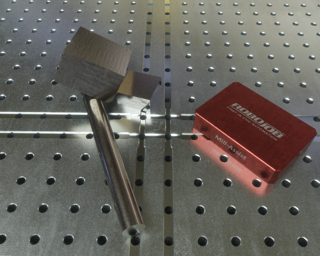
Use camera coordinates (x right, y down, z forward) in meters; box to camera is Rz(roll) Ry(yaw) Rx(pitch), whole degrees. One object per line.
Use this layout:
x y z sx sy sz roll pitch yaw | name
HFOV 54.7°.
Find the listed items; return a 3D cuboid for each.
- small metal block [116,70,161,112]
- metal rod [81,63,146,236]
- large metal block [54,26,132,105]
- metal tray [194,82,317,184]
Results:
-0.030 -0.054 0.453 0.050 0.025 0.050 15 51 11 | small metal block
-0.078 -0.003 0.408 0.025 0.025 0.300 -15 52 -13 | metal rod
-0.091 -0.089 0.436 0.080 0.050 0.080 23 36 -14 | large metal block
0.121 0.000 0.406 0.091 0.030 0.130 -36 59 -27 | metal tray
